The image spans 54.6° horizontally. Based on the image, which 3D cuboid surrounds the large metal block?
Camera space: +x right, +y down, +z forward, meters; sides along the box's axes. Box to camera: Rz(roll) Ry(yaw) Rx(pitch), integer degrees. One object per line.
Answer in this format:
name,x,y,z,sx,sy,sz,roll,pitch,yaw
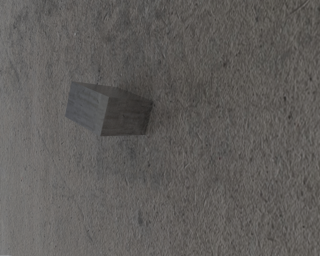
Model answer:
large metal block,-0.070,-0.026,0.428,0.080,0.081,0.050,24,105,37
